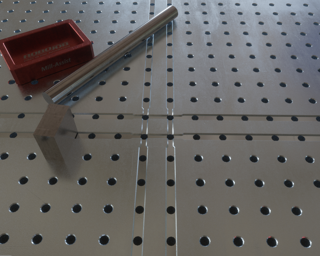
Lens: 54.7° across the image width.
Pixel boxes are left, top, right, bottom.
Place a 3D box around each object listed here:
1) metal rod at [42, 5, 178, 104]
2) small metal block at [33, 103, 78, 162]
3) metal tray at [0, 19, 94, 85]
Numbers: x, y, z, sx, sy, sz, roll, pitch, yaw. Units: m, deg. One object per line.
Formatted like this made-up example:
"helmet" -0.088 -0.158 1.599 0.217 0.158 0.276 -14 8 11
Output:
"metal rod" -0.067 -0.132 0.517 0.025 0.025 0.301 30 56 23
"small metal block" -0.128 0.006 0.385 0.025 0.050 0.050 7 50 6
"metal tray" -0.187 -0.129 0.511 0.131 0.030 0.090 -26 55 -20
